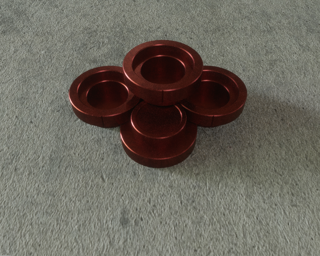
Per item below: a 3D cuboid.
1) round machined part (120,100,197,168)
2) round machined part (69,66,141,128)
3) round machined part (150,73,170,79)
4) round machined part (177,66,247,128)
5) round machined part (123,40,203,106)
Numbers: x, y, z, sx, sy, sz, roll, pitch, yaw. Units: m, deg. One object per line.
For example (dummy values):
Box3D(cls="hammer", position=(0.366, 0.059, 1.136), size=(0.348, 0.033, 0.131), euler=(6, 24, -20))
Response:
Box3D(cls="round machined part", position=(-0.002, -0.001, 0.394), size=(0.099, 0.042, 0.098), euler=(0, 50, 0))
Box3D(cls="round machined part", position=(-0.070, -0.038, 0.425), size=(0.099, 0.042, 0.098), euler=(0, 50, 0))
Box3D(cls="round machined part", position=(-0.001, -0.077, 0.458), size=(0.099, 0.042, 0.098), euler=(0, 50, 0))
Box3D(cls="round machined part", position=(0.066, -0.039, 0.427), size=(0.099, 0.042, 0.098), euler=(0, 50, 0))
Box3D(cls="round machined part", position=(0.004, -0.066, 0.394), size=(0.099, 0.042, 0.098), euler=(0, 50, 0))
